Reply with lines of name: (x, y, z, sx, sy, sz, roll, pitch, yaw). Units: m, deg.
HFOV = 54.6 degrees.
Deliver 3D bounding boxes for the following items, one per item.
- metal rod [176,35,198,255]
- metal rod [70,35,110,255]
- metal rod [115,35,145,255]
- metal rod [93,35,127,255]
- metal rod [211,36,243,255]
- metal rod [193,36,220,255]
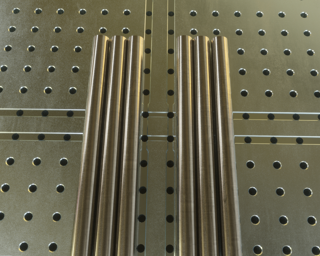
metal rod: (0.033, 0.011, 0.407, 0.025, 0.025, 0.299, 1, 70, 0)
metal rod: (-0.089, 0.010, 0.407, 0.025, 0.025, 0.299, 1, 70, 0)
metal rod: (-0.038, 0.011, 0.407, 0.025, 0.025, 0.299, 1, 70, 0)
metal rod: (-0.063, 0.011, 0.407, 0.025, 0.025, 0.299, 1, 70, 0)
metal rod: (0.085, 0.012, 0.407, 0.025, 0.025, 0.299, 1, 70, 0)
metal rod: (0.058, 0.011, 0.407, 0.025, 0.025, 0.299, 1, 70, 0)
